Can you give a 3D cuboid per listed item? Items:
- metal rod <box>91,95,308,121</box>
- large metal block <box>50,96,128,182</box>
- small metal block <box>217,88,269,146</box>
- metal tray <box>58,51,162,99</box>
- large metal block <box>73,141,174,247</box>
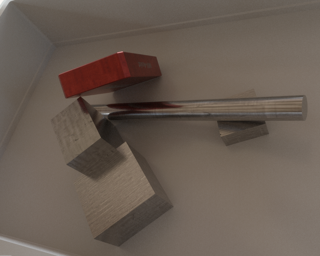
[{"bbox_3d":[0.017,-0.021,0.384,0.300,0.025,0.025,1,62,36],"label":"metal rod"},{"bbox_3d":[-0.086,0.019,0.402,0.050,0.080,0.080,-38,51,4],"label":"large metal block"},{"bbox_3d":[0.094,-0.012,0.363,0.050,0.025,0.050,-18,55,17],"label":"small metal block"},{"bbox_3d":[-0.060,-0.071,0.418,0.090,0.130,0.030,-15,95,19],"label":"metal tray"},{"bbox_3d":[-0.044,0.077,0.364,0.080,0.050,0.080,-37,52,3],"label":"large metal block"}]
